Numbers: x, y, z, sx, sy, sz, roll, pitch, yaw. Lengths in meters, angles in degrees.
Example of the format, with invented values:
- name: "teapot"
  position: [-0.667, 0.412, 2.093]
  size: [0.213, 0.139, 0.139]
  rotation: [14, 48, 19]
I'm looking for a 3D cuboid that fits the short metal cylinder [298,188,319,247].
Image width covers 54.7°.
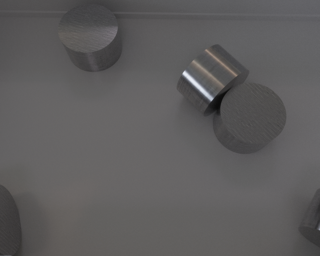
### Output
- name: "short metal cylinder"
  position: [0.204, 0.109, 0.342]
  size: [0.080, 0.080, 0.050]
  rotation: [32, 73, 11]

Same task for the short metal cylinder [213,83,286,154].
- name: "short metal cylinder"
  position: [0.113, -0.011, 0.400]
  size: [0.081, 0.050, 0.080]
  rotation: [0, 71, -1]

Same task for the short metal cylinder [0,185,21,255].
- name: "short metal cylinder"
  position: [-0.196, 0.108, 0.340]
  size: [0.050, 0.080, 0.080]
  rotation: [-16, 71, -6]

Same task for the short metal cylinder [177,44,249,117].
- name: "short metal cylinder"
  position: [0.068, -0.061, 0.403]
  size: [0.080, 0.080, 0.050]
  rotation: [-40, 75, -13]

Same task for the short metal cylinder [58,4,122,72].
- name: "short metal cylinder"
  position: [-0.097, -0.128, 0.442]
  size: [0.081, 0.050, 0.080]
  rotation: [0, 70, 0]
